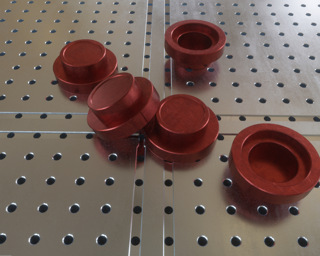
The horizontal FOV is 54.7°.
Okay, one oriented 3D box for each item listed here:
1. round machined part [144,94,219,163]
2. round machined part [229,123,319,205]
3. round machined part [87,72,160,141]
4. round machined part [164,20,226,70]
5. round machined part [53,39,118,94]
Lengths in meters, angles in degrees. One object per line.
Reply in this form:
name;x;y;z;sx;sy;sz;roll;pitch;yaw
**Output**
round machined part;0.028;-0.006;0.402;0.099;0.042;0.098;0;50;0
round machined part;0.129;0.045;0.361;0.099;0.042;0.098;0;50;0
round machined part;-0.053;-0.034;0.400;0.098;0.042;0.098;-19;41;17
round machined part;0.056;-0.133;0.510;0.099;0.042;0.098;0;50;0
round machined part;-0.116;-0.101;0.480;0.099;0.042;0.098;0;50;0
